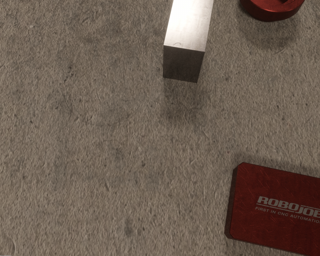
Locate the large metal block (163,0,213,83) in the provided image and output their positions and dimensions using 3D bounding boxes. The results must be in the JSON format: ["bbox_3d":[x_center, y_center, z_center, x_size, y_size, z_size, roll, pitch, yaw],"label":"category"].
[{"bbox_3d":[0.037,-0.119,0.423,0.050,0.080,0.080,10,70,3],"label":"large metal block"}]

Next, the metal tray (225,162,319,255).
[{"bbox_3d":[0.150,0.099,0.371,0.131,0.030,0.090,12,70,4],"label":"metal tray"}]

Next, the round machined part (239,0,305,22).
[{"bbox_3d":[0.169,-0.204,0.476,0.099,0.042,0.098,0,70,-1],"label":"round machined part"}]
